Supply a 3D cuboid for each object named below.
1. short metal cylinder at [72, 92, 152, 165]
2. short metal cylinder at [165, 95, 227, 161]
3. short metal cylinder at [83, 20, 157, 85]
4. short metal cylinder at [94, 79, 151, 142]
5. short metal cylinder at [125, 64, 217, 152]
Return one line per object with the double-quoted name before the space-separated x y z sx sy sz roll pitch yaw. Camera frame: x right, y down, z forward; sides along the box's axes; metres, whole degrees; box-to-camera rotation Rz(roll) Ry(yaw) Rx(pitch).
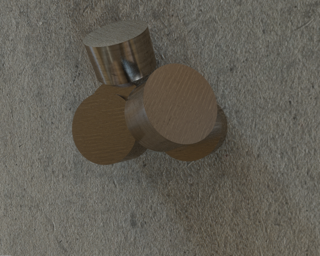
"short metal cylinder" -0.053 0.000 0.361 0.080 0.050 0.079 0 90 19
"short metal cylinder" 0.039 -0.001 0.382 0.080 0.050 0.079 0 90 19
"short metal cylinder" -0.049 -0.097 0.390 0.080 0.080 0.050 0 129 19
"short metal cylinder" -0.046 -0.022 0.412 0.080 0.050 0.079 0 90 19
"short metal cylinder" 0.010 -0.019 0.316 0.050 0.081 0.080 -26 79 61
